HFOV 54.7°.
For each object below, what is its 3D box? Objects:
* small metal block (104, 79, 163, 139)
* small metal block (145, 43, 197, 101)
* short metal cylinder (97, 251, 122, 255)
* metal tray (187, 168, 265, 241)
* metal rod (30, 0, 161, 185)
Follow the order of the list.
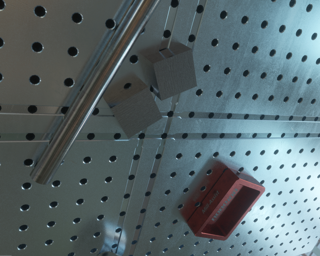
[{"bbox_3d":[-0.031,-0.023,0.379,0.050,0.025,0.050,-32,129,-8],"label":"small metal block"},{"bbox_3d":[0.014,-0.068,0.377,0.050,0.025,0.050,-24,127,-14],"label":"small metal block"},{"bbox_3d":[-0.074,0.241,0.484,0.080,0.080,0.050,-45,129,3],"label":"short metal cylinder"},{"bbox_3d":[0.120,0.142,0.560,0.090,0.030,0.129,24,106,-37],"label":"metal tray"},{"bbox_3d":[-0.061,-0.062,0.339,0.025,0.025,0.299,25,105,-37],"label":"metal rod"}]
